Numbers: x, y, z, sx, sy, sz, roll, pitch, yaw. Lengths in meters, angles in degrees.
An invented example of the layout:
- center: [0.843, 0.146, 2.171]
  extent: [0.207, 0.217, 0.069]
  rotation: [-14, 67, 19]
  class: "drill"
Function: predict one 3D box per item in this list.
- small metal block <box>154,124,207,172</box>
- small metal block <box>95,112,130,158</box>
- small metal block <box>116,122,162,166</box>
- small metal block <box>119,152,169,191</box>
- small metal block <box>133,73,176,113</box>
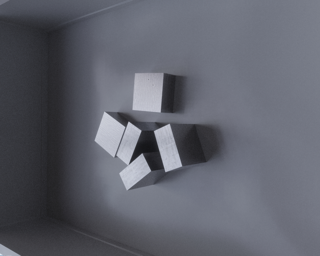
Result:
- center: [0.025, 0.023, 0.370]
  extent: [0.025, 0.050, 0.050]
  rotation: [-26, 74, 37]
  class: "small metal block"
- center: [-0.066, 0.009, 0.462]
  extent: [0.050, 0.025, 0.050]
  rotation: [34, 111, 34]
  class: "small metal block"
- center: [-0.024, 0.020, 0.410]
  extent: [0.025, 0.050, 0.050]
  rotation: [34, 111, 35]
  class: "small metal block"
- center: [-0.015, 0.055, 0.403]
  extent: [0.050, 0.050, 0.025]
  rotation: [-42, 65, 32]
  class: "small metal block"
- center: [-0.008, -0.047, 0.414]
  extent: [0.050, 0.025, 0.050]
  rotation: [7, 95, 39]
  class: "small metal block"
